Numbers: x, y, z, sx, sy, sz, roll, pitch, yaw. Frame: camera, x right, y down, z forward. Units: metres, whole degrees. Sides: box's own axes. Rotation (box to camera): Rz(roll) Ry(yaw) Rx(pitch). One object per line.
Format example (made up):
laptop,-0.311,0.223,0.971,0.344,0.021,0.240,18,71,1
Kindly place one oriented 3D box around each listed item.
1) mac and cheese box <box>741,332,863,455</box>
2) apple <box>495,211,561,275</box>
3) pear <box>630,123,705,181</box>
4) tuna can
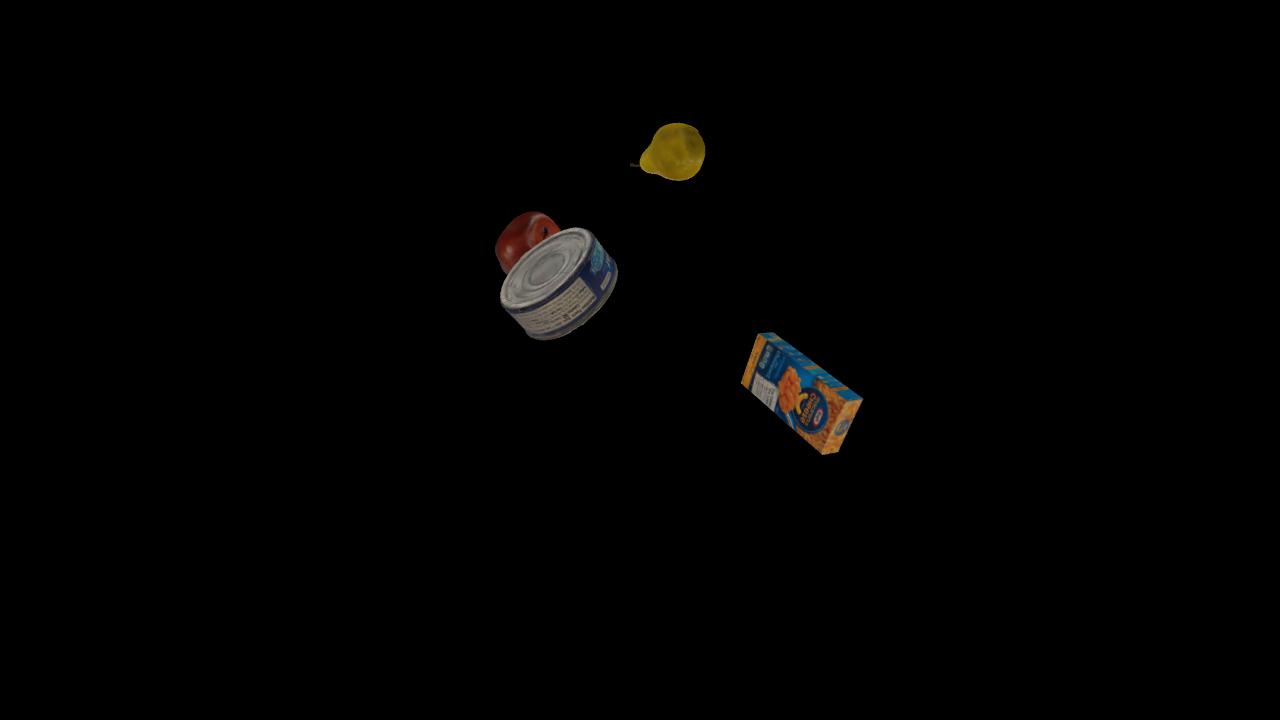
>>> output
mac and cheese box,0.227,0.044,0.891,0.041,0.093,0.184,-3,32,-34
apple,-0.138,-0.143,0.767,0.079,0.079,0.093,0,-15,-43
pear,0.035,-0.278,0.848,0.080,0.080,0.111,0,-6,-38
tuna can,-0.060,-0.057,0.445,0.084,0.084,0.034,0,-39,41
